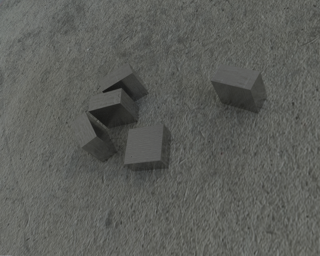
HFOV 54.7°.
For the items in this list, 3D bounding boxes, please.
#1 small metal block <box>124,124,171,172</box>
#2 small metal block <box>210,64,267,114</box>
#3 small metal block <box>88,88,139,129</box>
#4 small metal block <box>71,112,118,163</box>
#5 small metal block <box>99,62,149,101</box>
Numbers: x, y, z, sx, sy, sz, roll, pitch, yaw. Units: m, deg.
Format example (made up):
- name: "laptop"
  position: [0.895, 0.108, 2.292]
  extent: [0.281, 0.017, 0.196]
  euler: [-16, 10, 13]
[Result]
- name: "small metal block"
  position: [-0.015, 0.026, 0.396]
  extent: [0.050, 0.025, 0.050]
  euler: [-9, 58, 23]
- name: "small metal block"
  position: [0.094, -0.047, 0.367]
  extent: [0.050, 0.050, 0.025]
  euler: [21, 73, 36]
- name: "small metal block"
  position: [-0.064, -0.026, 0.438]
  extent: [0.050, 0.050, 0.025]
  euler: [-12, 57, 21]
- name: "small metal block"
  position: [-0.091, 0.013, 0.427]
  extent: [0.025, 0.050, 0.050]
  euler: [-37, 51, 3]
- name: "small metal block"
  position: [-0.052, -0.060, 0.452]
  extent: [0.050, 0.050, 0.025]
  euler: [-30, 52, 9]
